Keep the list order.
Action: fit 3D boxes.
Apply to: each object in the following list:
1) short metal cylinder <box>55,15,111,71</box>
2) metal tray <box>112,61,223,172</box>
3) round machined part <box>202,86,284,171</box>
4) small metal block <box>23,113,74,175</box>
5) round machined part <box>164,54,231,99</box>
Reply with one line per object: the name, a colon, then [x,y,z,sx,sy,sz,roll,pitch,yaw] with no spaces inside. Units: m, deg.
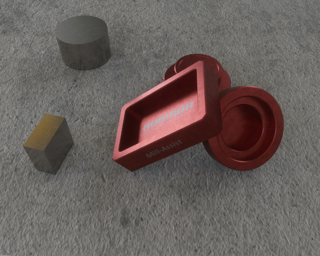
short metal cylinder: [-0.123,-0.138,0.502,0.081,0.050,0.080,0,50,0]
metal tray: [0.006,-0.012,0.359,0.130,0.030,0.090,-26,41,31]
round machined part: [0.093,-0.001,0.371,0.099,0.097,0.042,-17,12,-14]
small metal block: [-0.130,0.019,0.369,0.025,0.050,0.050,12,51,10]
round machined part: [0.055,-0.072,0.453,0.099,0.042,0.098,0,50,0]
